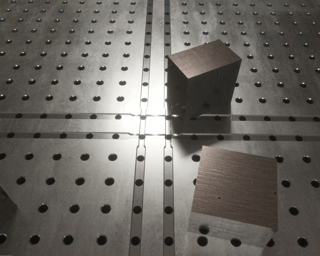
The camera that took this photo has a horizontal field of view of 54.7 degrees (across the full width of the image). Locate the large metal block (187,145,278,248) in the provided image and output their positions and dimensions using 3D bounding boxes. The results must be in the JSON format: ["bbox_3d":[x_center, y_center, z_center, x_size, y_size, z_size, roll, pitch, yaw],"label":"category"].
[{"bbox_3d":[0.078,0.072,0.332,0.080,0.050,0.080,10,51,8],"label":"large metal block"}]

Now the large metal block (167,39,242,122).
[{"bbox_3d":[0.057,-0.065,0.427,0.081,0.080,0.050,-22,54,-18],"label":"large metal block"}]

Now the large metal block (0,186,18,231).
[{"bbox_3d":[-0.206,0.070,0.310,0.080,0.080,0.050,18,52,14],"label":"large metal block"}]
